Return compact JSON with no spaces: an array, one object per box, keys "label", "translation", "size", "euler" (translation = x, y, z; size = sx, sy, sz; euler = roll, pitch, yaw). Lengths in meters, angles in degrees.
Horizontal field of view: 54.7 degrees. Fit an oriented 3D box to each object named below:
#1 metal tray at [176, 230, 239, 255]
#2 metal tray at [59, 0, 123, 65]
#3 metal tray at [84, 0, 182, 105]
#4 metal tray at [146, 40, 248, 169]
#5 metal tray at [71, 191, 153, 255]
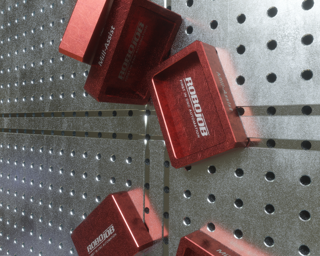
[{"label":"metal tray","translation":[0.072,0.188,0.345],"size":[0.130,0.030,0.089],"euler":[23,104,37]},{"label":"metal tray","translation":[-0.080,-0.126,0.400],"size":[0.030,0.130,0.090],"euler":[24,96,-1]},{"label":"metal tray","translation":[-0.033,-0.095,0.392],"size":[0.030,0.091,0.129],"euler":[37,112,33]},{"label":"metal tray","translation":[0.039,-0.026,0.371],"size":[0.090,0.030,0.129],"euler":[-26,74,36]},{"label":"metal tray","translation":[-0.077,0.167,0.468],"size":[0.129,0.030,0.090],"euler":[-47,63,29]}]
